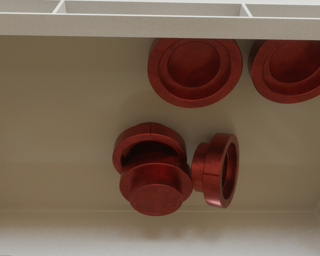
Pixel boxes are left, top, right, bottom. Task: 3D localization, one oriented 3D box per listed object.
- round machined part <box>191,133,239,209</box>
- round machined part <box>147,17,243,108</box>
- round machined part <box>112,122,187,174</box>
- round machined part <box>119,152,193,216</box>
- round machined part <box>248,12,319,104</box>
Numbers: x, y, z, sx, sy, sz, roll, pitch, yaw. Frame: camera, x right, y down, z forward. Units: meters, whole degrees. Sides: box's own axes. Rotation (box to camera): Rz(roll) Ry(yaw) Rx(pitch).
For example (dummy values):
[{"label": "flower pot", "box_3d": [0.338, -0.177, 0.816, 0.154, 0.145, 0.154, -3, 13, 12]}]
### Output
[{"label": "round machined part", "box_3d": [0.073, 0.055, 0.415, 0.042, 0.098, 0.098, 5, 135, 27]}, {"label": "round machined part", "box_3d": [0.036, -0.073, 0.337, 0.099, 0.042, 0.097, -1, 130, 0]}, {"label": "round machined part", "box_3d": [-0.013, 0.030, 0.424, 0.099, 0.042, 0.097, 0, 130, 0]}, {"label": "round machined part", "box_3d": [-0.005, 0.081, 0.411, 0.099, 0.042, 0.097, 0, 131, 0]}, {"label": "round machined part", "box_3d": [0.144, -0.077, 0.334, 0.099, 0.042, 0.097, -1, 130, 0]}]
